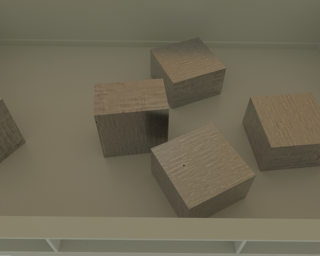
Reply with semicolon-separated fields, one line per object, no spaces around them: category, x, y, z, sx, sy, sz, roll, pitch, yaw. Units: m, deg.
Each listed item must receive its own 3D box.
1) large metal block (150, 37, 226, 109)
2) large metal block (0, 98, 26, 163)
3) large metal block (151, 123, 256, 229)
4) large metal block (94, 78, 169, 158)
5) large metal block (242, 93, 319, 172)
large metal block;0.038;-0.083;0.459;0.081;0.050;0.080;-18;53;-15
large metal block;-0.222;-0.009;0.374;0.080;0.080;0.050;28;55;21
large metal block;0.044;0.051;0.346;0.081;0.050;0.080;-22;54;-18
large metal block;-0.033;-0.011;0.378;0.081;0.080;0.050;-6;51;-5
large metal block;0.158;0.004;0.388;0.081;0.050;0.080;-4;50;-4
